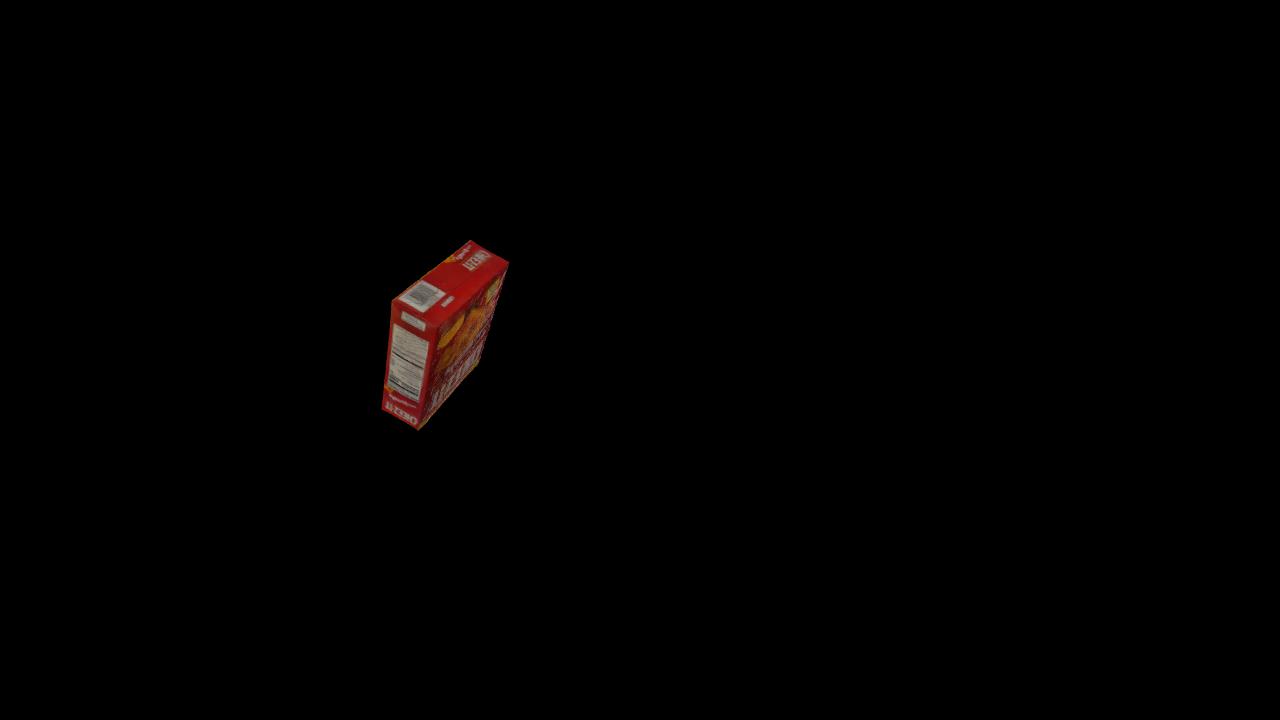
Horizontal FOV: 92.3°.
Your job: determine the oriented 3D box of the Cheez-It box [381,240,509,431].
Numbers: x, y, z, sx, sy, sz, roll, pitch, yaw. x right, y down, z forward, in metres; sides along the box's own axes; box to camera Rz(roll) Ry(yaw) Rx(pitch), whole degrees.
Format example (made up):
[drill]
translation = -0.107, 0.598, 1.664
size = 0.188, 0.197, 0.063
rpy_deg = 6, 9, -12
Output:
[Cheez-It box]
translation = -0.269, -0.031, 0.841
size = 0.071, 0.223, 0.166
rpy_deg = 31, 43, 1
